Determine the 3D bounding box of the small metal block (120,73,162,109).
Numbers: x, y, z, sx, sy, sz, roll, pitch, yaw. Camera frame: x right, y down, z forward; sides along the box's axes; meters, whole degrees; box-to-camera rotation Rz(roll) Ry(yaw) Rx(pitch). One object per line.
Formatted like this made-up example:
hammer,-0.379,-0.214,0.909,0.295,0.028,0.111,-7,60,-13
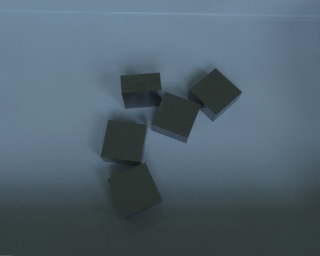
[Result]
small metal block,-0.024,-0.049,0.414,0.050,0.050,0.025,-5,70,-2

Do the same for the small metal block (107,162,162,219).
small metal block,-0.031,0.077,0.381,0.050,0.025,0.050,-23,72,-9

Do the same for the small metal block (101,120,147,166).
small metal block,-0.045,0.020,0.402,0.050,0.025,0.050,7,70,2

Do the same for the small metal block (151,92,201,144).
small metal block,0.021,-0.014,0.415,0.050,0.025,0.050,21,71,7

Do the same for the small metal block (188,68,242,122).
small metal block,0.075,-0.045,0.427,0.050,0.025,0.050,-41,75,-14
